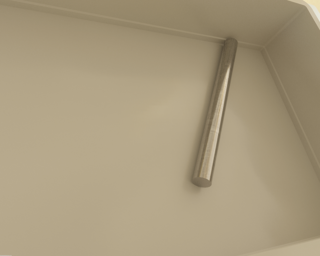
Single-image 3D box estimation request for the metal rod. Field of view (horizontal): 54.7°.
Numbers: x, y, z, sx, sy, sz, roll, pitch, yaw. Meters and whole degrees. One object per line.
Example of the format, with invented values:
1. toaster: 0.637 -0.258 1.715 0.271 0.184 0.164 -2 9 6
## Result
1. metal rod: 0.092 -0.044 0.484 0.025 0.025 0.300 28 52 -11
